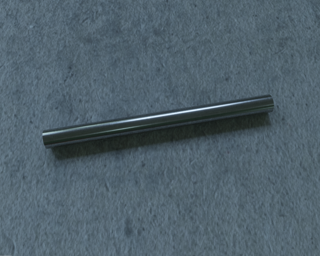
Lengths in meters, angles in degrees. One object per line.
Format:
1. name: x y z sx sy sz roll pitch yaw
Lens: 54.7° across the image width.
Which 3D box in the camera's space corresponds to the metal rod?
1. metal rod: 0.001 -0.009 0.411 0.302 0.025 0.025 -9 71 -4
